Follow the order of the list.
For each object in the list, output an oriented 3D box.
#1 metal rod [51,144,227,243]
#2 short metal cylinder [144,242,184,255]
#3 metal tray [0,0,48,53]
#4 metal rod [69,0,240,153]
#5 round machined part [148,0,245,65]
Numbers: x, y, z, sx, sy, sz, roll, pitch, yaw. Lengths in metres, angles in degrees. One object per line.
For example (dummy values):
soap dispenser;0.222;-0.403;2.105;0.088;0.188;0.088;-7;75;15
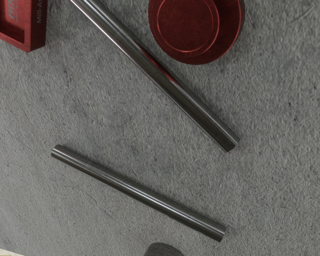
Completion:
metal rod;-0.041;0.098;0.489;0.301;0.025;0.025;24;127;13
short metal cylinder;0.003;0.249;0.543;0.080;0.050;0.079;13;124;21
metal tray;-0.190;-0.174;0.395;0.090;0.030;0.129;28;128;10
metal rod;-0.020;-0.083;0.366;0.300;0.025;0.025;44;129;-3
round machined part;0.031;-0.110;0.311;0.098;0.042;0.097;13;124;21
